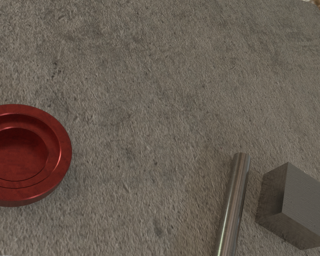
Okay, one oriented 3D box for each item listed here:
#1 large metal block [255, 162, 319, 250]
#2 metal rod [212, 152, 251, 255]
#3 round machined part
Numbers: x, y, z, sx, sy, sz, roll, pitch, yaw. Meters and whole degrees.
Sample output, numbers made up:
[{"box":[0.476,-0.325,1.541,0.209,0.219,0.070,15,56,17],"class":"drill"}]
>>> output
[{"box":[0.185,0.107,0.425,0.080,0.050,0.080,33,51,-7],"class":"large metal block"},{"box":[0.071,0.152,0.351,0.025,0.025,0.300,31,52,-9],"class":"metal rod"},{"box":[-0.140,0.029,0.301,0.099,0.042,0.098,14,56,-21],"class":"round machined part"}]
